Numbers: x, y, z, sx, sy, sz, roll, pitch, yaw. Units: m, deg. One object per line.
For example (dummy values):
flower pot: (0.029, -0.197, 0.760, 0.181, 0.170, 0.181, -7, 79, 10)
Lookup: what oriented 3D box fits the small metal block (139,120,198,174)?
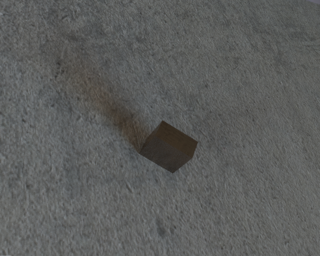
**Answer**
small metal block: (0.010, 0.024, 0.378, 0.050, 0.050, 0.025, 31, 52, -8)
